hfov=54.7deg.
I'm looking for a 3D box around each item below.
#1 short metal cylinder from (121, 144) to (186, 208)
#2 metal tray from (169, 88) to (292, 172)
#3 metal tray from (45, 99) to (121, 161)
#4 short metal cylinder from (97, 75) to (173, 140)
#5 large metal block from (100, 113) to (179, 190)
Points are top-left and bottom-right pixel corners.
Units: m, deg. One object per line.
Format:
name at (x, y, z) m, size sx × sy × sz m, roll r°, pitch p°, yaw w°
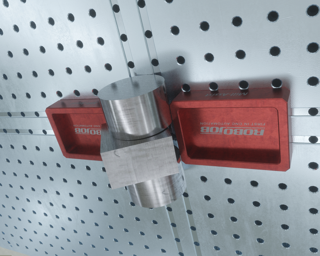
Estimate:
short metal cylinder at (-0.008, 0.061, 0.417) m, size 0.080 × 0.080 × 0.050 m, roll 2°, pitch 119°, yaw 27°
metal tray at (0.083, 0.002, 0.365) m, size 0.130 × 0.030 × 0.089 m, roll 1°, pitch 119°, yaw 27°
metal tray at (-0.100, 0.004, 0.463) m, size 0.130 × 0.030 × 0.089 m, roll 1°, pitch 119°, yaw 27°
short metal cylinder at (-0.029, -0.027, 0.374) m, size 0.080 × 0.080 × 0.050 m, roll 2°, pitch 119°, yaw 27°
large metal block at (-0.027, 0.024, 0.386) m, size 0.080 × 0.080 × 0.050 m, roll -13°, pitch 116°, yaw -4°
